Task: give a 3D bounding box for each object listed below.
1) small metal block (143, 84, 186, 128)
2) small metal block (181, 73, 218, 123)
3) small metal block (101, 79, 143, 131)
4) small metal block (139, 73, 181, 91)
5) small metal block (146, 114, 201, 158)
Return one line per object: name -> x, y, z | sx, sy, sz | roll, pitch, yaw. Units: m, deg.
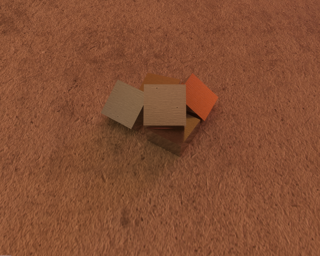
small metal block -> 0.006, -0.026, 0.379 | 0.050, 0.025, 0.050 | 0, 83, 0
small metal block -> 0.045, -0.038, 0.423 | 0.050, 0.025, 0.050 | 41, 54, -10
small metal block -> -0.042, -0.030, 0.414 | 0.050, 0.025, 0.050 | 27, 91, 19
small metal block -> -0.002, -0.050, 0.447 | 0.050, 0.025, 0.050 | 14, 51, 11
small metal block -> 0.017, 0.003, 0.403 | 0.050, 0.025, 0.050 | 26, 55, 20
